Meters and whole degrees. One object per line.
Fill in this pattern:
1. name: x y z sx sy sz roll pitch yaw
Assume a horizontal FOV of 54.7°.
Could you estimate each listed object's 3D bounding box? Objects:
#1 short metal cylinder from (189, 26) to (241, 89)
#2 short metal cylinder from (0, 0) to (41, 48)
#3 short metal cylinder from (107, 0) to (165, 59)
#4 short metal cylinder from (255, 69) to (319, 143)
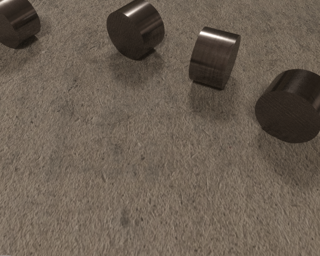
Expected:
1. short metal cylinder: 0.081 -0.103 0.455 0.050 0.080 0.080 20 53 15
2. short metal cylinder: -0.249 -0.182 0.517 0.080 0.080 0.050 25 54 19
3. short metal cylinder: -0.040 -0.159 0.500 0.080 0.080 0.050 32 57 23
4. short metal cylinder: 0.170 -0.027 0.393 0.080 0.080 0.050 30 56 22
